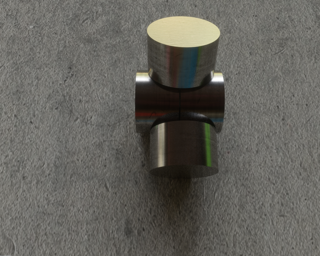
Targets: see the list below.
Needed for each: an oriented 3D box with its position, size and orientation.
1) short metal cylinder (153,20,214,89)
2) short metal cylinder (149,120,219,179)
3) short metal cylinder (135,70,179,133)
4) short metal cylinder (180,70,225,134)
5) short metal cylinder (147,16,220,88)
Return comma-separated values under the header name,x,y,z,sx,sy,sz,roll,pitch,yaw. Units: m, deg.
name,x,y,z,sx,sy,sz,roll,pitch,yaw
short metal cylinder,0.031,-0.102,0.435,0.081,0.050,0.080,0,70,0
short metal cylinder,0.028,0.029,0.370,0.081,0.080,0.050,0,70,0
short metal cylinder,-0.003,-0.033,0.393,0.050,0.080,0.080,1,70,0
short metal cylinder,0.049,-0.033,0.392,0.050,0.080,0.080,0,70,0
short metal cylinder,0.026,-0.089,0.359,0.081,0.050,0.080,1,41,0
